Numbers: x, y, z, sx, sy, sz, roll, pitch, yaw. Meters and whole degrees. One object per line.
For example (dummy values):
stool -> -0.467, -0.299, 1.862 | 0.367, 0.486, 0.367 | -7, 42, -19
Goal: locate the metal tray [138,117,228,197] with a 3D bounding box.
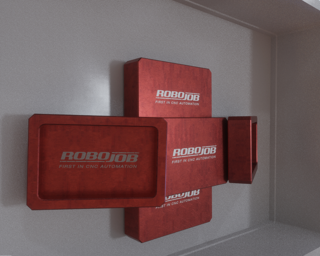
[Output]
metal tray -> 0.034, 0.032, 0.391 | 0.131, 0.030, 0.089 | -2, 91, -40

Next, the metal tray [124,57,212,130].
metal tray -> 0.015, -0.039, 0.412 | 0.131, 0.030, 0.089 | -1, 91, -40

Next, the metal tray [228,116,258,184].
metal tray -> 0.128, 0.027, 0.467 | 0.130, 0.030, 0.089 | -6, 95, -69

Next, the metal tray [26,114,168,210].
metal tray -> -0.060, 0.033, 0.311 | 0.131, 0.030, 0.089 | 1, 90, -11

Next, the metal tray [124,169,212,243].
metal tray -> 0.015, 0.090, 0.413 | 0.131, 0.030, 0.089 | -1, 91, -40
